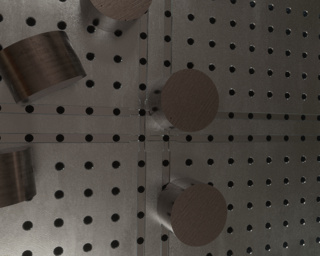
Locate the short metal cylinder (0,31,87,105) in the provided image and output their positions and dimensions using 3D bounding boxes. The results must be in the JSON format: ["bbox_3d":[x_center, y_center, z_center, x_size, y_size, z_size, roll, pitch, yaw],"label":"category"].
[{"bbox_3d":[-0.128,-0.065,0.336,0.081,0.080,0.050,-27,100,-18],"label":"short metal cylinder"}]

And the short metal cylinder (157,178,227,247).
[{"bbox_3d":[0.042,0.110,0.416,0.081,0.050,0.079,0,90,-21],"label":"short metal cylinder"}]

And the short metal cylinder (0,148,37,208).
[{"bbox_3d":[-0.173,0.050,0.320,0.081,0.080,0.050,-7,93,-20],"label":"short metal cylinder"}]

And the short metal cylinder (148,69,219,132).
[{"bbox_3d":[0.030,-0.035,0.412,0.081,0.050,0.079,0,90,-20],"label":"short metal cylinder"}]

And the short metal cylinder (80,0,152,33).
[{"bbox_3d":[-0.054,-0.164,0.380,0.081,0.050,0.079,0,90,-21],"label":"short metal cylinder"}]
